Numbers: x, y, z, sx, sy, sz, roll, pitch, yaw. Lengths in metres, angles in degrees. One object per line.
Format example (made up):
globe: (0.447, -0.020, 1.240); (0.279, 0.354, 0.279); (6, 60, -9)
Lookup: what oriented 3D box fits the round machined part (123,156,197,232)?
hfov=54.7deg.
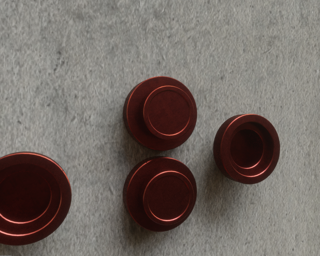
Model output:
round machined part: (0.005, 0.087, 0.403); (0.099, 0.042, 0.097); (0, 90, -21)

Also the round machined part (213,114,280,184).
round machined part: (0.119, 0.029, 0.446); (0.099, 0.042, 0.097); (0, 90, -21)

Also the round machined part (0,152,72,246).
round machined part: (-0.151, 0.075, 0.345); (0.099, 0.042, 0.097); (0, 90, -21)

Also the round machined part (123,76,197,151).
round machined part: (0.005, -0.019, 0.403); (0.099, 0.042, 0.097); (0, 90, -21)
